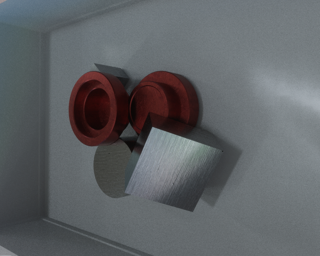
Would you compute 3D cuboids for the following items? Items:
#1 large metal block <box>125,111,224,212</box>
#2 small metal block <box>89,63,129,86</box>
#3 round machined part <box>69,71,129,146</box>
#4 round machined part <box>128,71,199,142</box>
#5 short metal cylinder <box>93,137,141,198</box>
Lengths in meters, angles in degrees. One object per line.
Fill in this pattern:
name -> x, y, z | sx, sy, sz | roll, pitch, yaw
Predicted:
large metal block -> 0.012, 0.038, 0.348 | 0.050, 0.080, 0.079 | -106, 37, -68
small metal block -> -0.082, -0.064, 0.453 | 0.025, 0.050, 0.050 | 52, 120, 27
round machined part -> -0.076, -0.025, 0.416 | 0.098, 0.042, 0.097 | 0, 90, 39
round machined part -> -0.003, -0.024, 0.392 | 0.098, 0.042, 0.097 | 0, 90, 39
short metal cylinder -> -0.045, 0.051, 0.424 | 0.080, 0.050, 0.079 | 0, 90, 39
